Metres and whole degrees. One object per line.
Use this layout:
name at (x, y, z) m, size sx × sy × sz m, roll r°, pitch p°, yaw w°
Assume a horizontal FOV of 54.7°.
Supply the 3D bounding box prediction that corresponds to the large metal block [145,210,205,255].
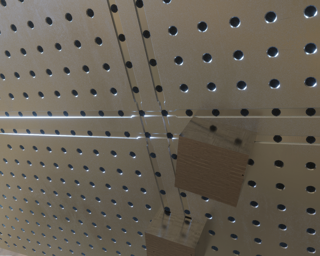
large metal block at (0.025, 0.188, 0.497) m, size 0.080 × 0.050 × 0.079 m, roll 11°, pitch 123°, yaw 22°

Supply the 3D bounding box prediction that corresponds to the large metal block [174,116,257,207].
large metal block at (0.067, 0.040, 0.384) m, size 0.080 × 0.050 × 0.079 m, roll 15°, pitch 125°, yaw 19°
